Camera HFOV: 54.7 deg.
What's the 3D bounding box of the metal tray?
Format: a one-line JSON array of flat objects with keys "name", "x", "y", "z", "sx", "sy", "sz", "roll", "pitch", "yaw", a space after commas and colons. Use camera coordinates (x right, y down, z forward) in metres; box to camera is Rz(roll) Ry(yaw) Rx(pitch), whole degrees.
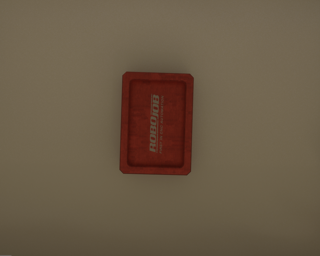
[{"name": "metal tray", "x": -0.004, "y": -0.006, "z": 0.406, "sx": 0.091, "sy": 0.030, "sz": 0.129, "roll": 2, "pitch": 90, "yaw": -1}]
